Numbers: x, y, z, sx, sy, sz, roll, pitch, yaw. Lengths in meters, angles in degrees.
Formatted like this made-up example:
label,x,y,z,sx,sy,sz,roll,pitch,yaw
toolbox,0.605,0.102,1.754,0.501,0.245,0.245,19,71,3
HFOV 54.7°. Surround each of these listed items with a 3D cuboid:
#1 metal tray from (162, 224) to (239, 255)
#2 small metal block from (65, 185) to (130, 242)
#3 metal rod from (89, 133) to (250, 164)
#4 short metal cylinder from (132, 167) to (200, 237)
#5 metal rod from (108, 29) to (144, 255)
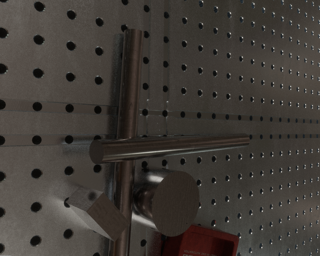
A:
label,x,y,z,sx,sy,sz,roll,pitch,yaw
metal tray,0.060,0.194,0.459,0.131,0.030,0.090,26,74,-37
small metal block,-0.068,0.092,0.337,0.025,0.050,0.050,-49,119,-29
metal rod,0.039,0.023,0.423,0.302,0.025,0.025,-1,91,-47
short metal cylinder,0.005,0.093,0.399,0.081,0.050,0.079,0,90,-40
metal rod,-0.041,0.030,0.376,0.025,0.025,0.298,6,86,-40
